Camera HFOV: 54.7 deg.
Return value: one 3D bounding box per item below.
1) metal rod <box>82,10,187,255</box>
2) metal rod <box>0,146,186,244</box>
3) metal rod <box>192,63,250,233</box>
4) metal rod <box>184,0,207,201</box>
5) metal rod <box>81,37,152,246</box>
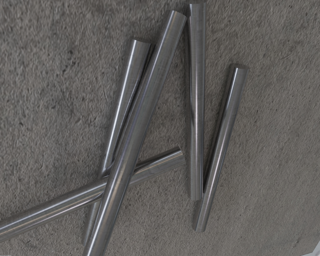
[{"bbox_3d":[-0.031,0.016,0.353,0.025,0.025,0.298,16,96,-35],"label":"metal rod"},{"bbox_3d":[-0.111,0.091,0.378,0.302,0.025,0.025,-22,127,-6],"label":"metal rod"},{"bbox_3d":[0.089,0.048,0.484,0.025,0.025,0.298,-6,121,-25],"label":"metal rod"},{"bbox_3d":[0.048,-0.015,0.423,0.025,0.025,0.298,-17,125,-19],"label":"metal rod"},{"bbox_3d":[-0.062,0.035,0.394,0.025,0.025,0.298,3,117,-30],"label":"metal rod"}]
